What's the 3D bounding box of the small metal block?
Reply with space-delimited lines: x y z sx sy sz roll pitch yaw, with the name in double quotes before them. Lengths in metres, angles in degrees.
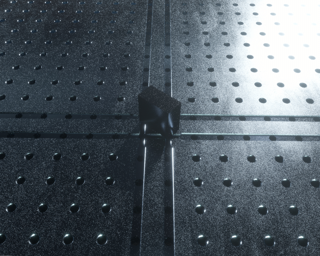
"small metal block" -0.001 -0.021 0.409 0.050 0.050 0.025 33 57 24
